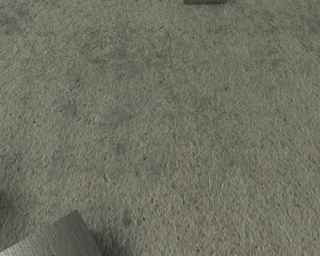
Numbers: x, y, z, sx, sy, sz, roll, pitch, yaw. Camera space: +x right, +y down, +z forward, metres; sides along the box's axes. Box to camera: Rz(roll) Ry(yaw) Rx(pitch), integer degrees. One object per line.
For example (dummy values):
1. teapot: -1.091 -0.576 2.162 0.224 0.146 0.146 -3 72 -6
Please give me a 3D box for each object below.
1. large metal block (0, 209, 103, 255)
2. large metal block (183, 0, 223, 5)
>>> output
1. large metal block: -0.088 0.134 0.273 0.081 0.050 0.080 -28 55 -21
2. large metal block: 0.087 -0.298 0.638 0.081 0.050 0.080 -1 50 -1
